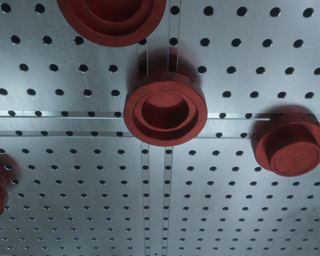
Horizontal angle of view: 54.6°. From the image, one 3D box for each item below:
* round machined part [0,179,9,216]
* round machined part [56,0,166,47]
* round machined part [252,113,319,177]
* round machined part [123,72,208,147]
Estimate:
[{"bbox_3d":[-0.287,0.099,0.482,0.099,0.042,0.097,0,130,0],"label":"round machined part"},{"bbox_3d":[-0.043,-0.130,0.290,0.099,0.042,0.097,0,130,0],"label":"round machined part"},{"bbox_3d":[0.181,0.030,0.427,0.099,0.042,0.097,0,130,0],"label":"round machined part"},{"bbox_3d":[0.007,-0.026,0.378,0.099,0.042,0.097,0,130,0],"label":"round machined part"}]
